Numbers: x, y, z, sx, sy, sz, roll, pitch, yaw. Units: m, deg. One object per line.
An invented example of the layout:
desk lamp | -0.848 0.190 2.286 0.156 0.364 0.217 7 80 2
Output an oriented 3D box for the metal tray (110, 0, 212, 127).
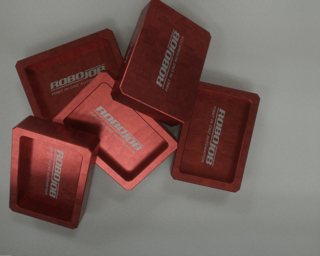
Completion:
metal tray | 0.005 -0.077 0.373 0.090 0.030 0.130 25 70 -23

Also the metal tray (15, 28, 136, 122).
metal tray | -0.108 -0.064 0.406 0.131 0.030 0.090 -21 90 -1

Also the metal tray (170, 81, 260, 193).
metal tray | 0.071 0.011 0.408 0.091 0.030 0.129 13 90 -1

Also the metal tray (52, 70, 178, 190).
metal tray | -0.053 0.004 0.385 0.090 0.030 0.130 -43 105 6

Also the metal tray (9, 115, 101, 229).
metal tray | -0.130 0.057 0.376 0.090 0.030 0.129 17 118 -1
